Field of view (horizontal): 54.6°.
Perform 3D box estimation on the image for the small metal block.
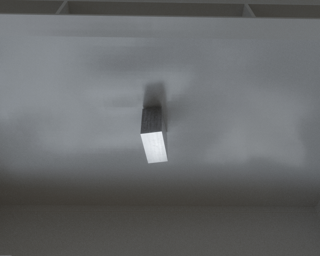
[{"bbox_3d":[-0.006,0.009,0.395,0.025,0.050,0.050,-7,129,6],"label":"small metal block"}]
